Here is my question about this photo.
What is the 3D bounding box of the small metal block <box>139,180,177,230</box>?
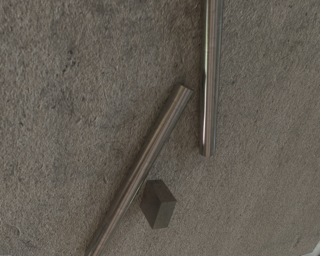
[{"bbox_3d":[-0.004,0.112,0.458,0.025,0.050,0.050,2,117,-30],"label":"small metal block"}]

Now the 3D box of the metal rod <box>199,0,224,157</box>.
[{"bbox_3d":[0.063,-0.089,0.385,0.025,0.025,0.298,-17,125,-19],"label":"metal rod"}]

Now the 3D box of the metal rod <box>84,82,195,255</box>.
[{"bbox_3d":[-0.036,0.073,0.432,0.025,0.025,0.298,17,109,-35],"label":"metal rod"}]
